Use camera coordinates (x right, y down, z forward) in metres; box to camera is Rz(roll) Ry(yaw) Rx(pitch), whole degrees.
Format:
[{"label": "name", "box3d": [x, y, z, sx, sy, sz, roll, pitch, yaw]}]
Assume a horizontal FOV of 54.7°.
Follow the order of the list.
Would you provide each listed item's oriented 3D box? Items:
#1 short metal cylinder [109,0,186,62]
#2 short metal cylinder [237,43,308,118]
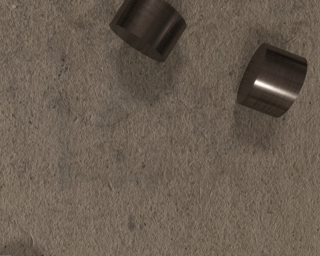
[{"label": "short metal cylinder", "box3d": [-0.015, -0.125, 0.382, 0.080, 0.080, 0.050, 32, 90, -1]}, {"label": "short metal cylinder", "box3d": [0.136, -0.058, 0.384, 0.050, 0.080, 0.080, 21, 90, 0]}]
